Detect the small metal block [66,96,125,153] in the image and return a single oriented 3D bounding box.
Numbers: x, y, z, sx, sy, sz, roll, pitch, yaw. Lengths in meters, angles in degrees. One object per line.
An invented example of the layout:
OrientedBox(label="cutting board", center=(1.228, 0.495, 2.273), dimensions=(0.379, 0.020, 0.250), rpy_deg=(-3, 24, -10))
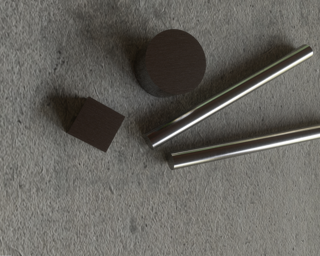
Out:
OrientedBox(label="small metal block", center=(-0.079, -0.004, 0.381), dimensions=(0.050, 0.025, 0.050), rpy_deg=(30, 80, -18))

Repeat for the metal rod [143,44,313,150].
OrientedBox(label="metal rod", center=(0.110, -0.052, 0.450), dimensions=(0.302, 0.025, 0.025), rpy_deg=(-29, 100, -18))

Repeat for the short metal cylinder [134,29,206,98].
OrientedBox(label="short metal cylinder", center=(0.012, -0.081, 0.401), dimensions=(0.081, 0.050, 0.079), rpy_deg=(0, 90, -21))

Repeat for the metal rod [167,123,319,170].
OrientedBox(label="metal rod", center=(0.154, 0.022, 0.467), dimensions=(0.303, 0.025, 0.025), rpy_deg=(-9, 93, -20))
